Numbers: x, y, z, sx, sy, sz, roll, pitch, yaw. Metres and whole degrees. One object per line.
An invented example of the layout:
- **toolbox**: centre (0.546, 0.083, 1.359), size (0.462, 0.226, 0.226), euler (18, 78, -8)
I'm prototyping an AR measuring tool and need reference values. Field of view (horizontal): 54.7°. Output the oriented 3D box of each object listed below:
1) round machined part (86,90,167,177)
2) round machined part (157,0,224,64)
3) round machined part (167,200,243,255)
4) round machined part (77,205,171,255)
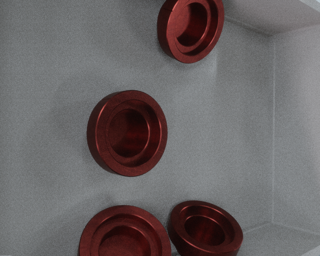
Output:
- **round machined part**: centre (-0.041, 0.006, 0.362), size (0.099, 0.042, 0.097), euler (0, 90, -40)
- **round machined part**: centre (0.035, -0.139, 0.411), size (0.099, 0.042, 0.097), euler (-23, 131, -29)
- **round machined part**: centre (0.057, 0.145, 0.417), size (0.099, 0.098, 0.042), euler (-7, 121, -40)
- **round machined part**: centre (-0.041, 0.139, 0.341), size (0.099, 0.042, 0.098), euler (11, 45, -11)
